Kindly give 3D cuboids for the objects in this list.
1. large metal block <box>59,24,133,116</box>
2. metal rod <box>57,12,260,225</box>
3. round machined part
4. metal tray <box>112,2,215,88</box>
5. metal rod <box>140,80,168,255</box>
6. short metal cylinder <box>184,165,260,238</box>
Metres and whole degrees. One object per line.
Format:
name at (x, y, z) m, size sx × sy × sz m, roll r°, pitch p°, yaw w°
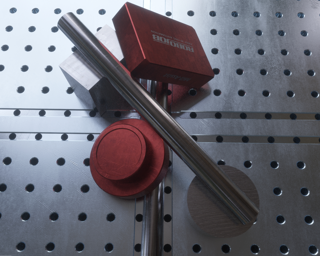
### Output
large metal block at (-0.075, -0.073, 0.409) m, size 0.050 × 0.080 × 0.080 m, roll 40°, pitch 75°, yaw 13°
metal rod at (-0.007, -0.016, 0.342) m, size 0.025 × 0.025 × 0.300 m, roll -42°, pitch 83°, yaw -14°
round machined part at (-0.041, 0.033, 0.373) m, size 0.098 × 0.042 × 0.098 m, roll -6°, pitch 69°, yaw 16°
metal tray at (0.008, -0.104, 0.405) m, size 0.131 × 0.030 × 0.090 m, roll 1°, pitch 62°, yaw -45°
metal rod at (-0.004, 0.015, 0.406) m, size 0.025 × 0.025 × 0.299 m, roll 2°, pitch 70°, yaw 0°
short metal cylinder at (0.070, 0.088, 0.367) m, size 0.081 × 0.050 × 0.080 m, roll 0°, pitch 70°, yaw 0°
